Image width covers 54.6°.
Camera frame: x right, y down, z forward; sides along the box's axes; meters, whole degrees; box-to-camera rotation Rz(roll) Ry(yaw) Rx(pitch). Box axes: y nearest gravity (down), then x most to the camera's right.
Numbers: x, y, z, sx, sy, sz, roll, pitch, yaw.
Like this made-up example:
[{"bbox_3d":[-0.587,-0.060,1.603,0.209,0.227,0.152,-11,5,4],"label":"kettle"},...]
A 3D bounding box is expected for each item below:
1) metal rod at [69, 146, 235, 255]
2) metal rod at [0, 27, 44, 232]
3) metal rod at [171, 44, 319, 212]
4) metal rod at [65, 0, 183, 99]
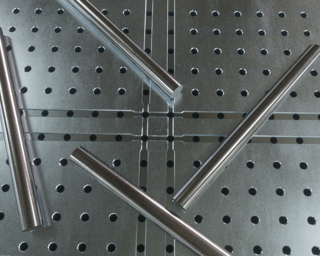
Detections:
[{"bbox_3d":[0.015,0.115,0.369,0.300,0.025,0.025,33,74,11],"label":"metal rod"},{"bbox_3d":[-0.200,-0.014,0.415,0.025,0.025,0.299,-18,71,-7],"label":"metal rod"},{"bbox_3d":[0.126,-0.010,0.415,0.025,0.025,0.301,41,75,13],"label":"metal rod"},{"bbox_3d":[-0.081,-0.152,0.466,0.025,0.025,0.300,-42,75,-14],"label":"metal rod"}]
